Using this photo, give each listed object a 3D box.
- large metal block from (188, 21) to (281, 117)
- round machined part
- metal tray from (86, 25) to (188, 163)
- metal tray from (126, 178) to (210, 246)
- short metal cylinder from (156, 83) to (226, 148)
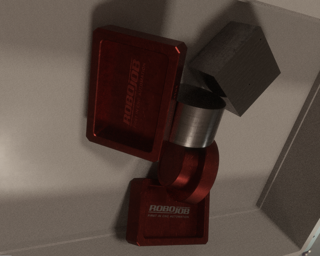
[{"bbox_3d":[0.097,-0.075,0.396,0.080,0.050,0.080,-47,130,-4],"label":"large metal block"},{"bbox_3d":[0.031,0.049,0.412,0.042,0.098,0.097,20,108,-24],"label":"round machined part"},{"bbox_3d":[-0.029,-0.035,0.333,0.090,0.030,0.129,17,118,12],"label":"metal tray"},{"bbox_3d":[0.017,0.126,0.462,0.131,0.030,0.090,13,74,-34],"label":"metal tray"},{"bbox_3d":[0.035,-0.018,0.383,0.081,0.080,0.050,0,119,-29],"label":"short metal cylinder"}]
